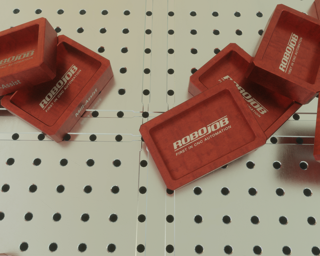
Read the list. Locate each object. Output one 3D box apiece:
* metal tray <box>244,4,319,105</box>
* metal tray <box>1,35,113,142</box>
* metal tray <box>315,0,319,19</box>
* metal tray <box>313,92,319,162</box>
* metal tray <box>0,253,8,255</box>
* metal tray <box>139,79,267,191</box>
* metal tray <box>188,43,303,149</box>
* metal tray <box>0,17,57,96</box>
[{"bbox_3d":[0.180,-0.104,0.423,0.090,0.030,0.130,26,62,5],"label":"metal tray"},{"bbox_3d":[-0.138,-0.057,0.429,0.090,0.030,0.130,31,73,10],"label":"metal tray"},{"bbox_3d":[0.295,-0.155,0.467,0.090,0.030,0.130,0,70,0],"label":"metal tray"},{"bbox_3d":[0.243,0.015,0.372,0.131,0.030,0.090,23,70,-23],"label":"metal tray"},{"bbox_3d":[-0.229,0.202,0.334,0.131,0.030,0.090,-18,71,-7],"label":"metal tray"},{"bbox_3d":[0.051,0.009,0.385,0.130,0.030,0.090,-28,76,5],"label":"metal tray"},{"bbox_3d":[0.114,-0.046,0.426,0.090,0.030,0.130,-41,75,-14],"label":"metal tray"},{"bbox_3d":[-0.205,-0.090,0.416,0.130,0.030,0.090,-15,58,8],"label":"metal tray"}]
